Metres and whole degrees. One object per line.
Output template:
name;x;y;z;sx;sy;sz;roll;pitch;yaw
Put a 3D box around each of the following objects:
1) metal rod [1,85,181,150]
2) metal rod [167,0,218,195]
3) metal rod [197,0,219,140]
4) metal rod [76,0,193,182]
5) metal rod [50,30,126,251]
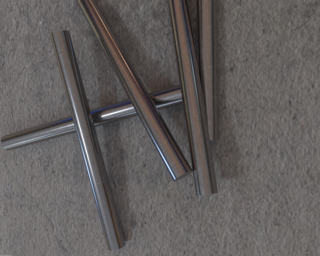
metal rod;-0.104;-0.011;0.444;0.301;0.025;0.025;-14;86;19
metal rod;0.034;-0.071;0.378;0.025;0.025;0.298;-11;80;19
metal rod;0.059;-0.134;0.387;0.025;0.025;0.298;-1;90;19
metal rod;-0.043;-0.069;0.401;0.025;0.025;0.299;-35;71;16
metal rod;-0.096;0.020;0.418;0.025;0.025;0.298;-13;94;19
